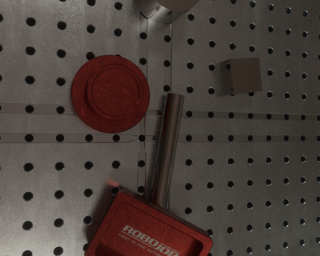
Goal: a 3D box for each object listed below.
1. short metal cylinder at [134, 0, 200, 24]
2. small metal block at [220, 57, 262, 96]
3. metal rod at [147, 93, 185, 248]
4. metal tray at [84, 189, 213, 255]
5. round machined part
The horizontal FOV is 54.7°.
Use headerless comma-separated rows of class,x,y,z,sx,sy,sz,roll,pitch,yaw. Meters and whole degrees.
short metal cylinder,0.010,-0.184,0.404,0.081,0.050,0.079,0,90,-21
small metal block,0.121,-0.076,0.459,0.050,0.025,0.050,-8,93,-20
metal rod,-0.003,0.102,0.412,0.025,0.025,0.298,10,86,-20
metal tray,-0.013,0.144,0.381,0.130,0.030,0.090,28,86,-1
round machined part,-0.059,-0.042,0.383,0.099,0.042,0.097,0,90,-21
